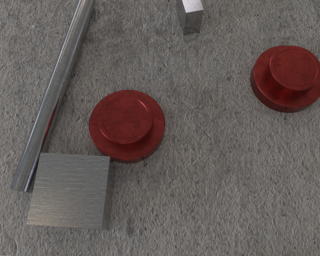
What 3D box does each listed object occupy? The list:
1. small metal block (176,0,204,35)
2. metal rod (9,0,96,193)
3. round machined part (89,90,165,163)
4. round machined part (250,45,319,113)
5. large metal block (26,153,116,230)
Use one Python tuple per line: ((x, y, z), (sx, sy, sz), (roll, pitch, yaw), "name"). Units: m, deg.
((0.043, -0.176, 0.459), (0.025, 0.050, 0.050), (-12, 71, -4), "small metal block")
((-0.141, -0.061, 0.429), (0.025, 0.025, 0.299), (11, 70, 4), "metal rod")
((-0.043, -0.006, 0.401), (0.099, 0.042, 0.098), (0, 70, 0), "round machined part")
((0.179, -0.074, 0.427), (0.099, 0.042, 0.098), (0, 70, 0), "round machined part")
((-0.100, 0.076, 0.366), (0.080, 0.050, 0.080), (3, 70, 1), "large metal block")
